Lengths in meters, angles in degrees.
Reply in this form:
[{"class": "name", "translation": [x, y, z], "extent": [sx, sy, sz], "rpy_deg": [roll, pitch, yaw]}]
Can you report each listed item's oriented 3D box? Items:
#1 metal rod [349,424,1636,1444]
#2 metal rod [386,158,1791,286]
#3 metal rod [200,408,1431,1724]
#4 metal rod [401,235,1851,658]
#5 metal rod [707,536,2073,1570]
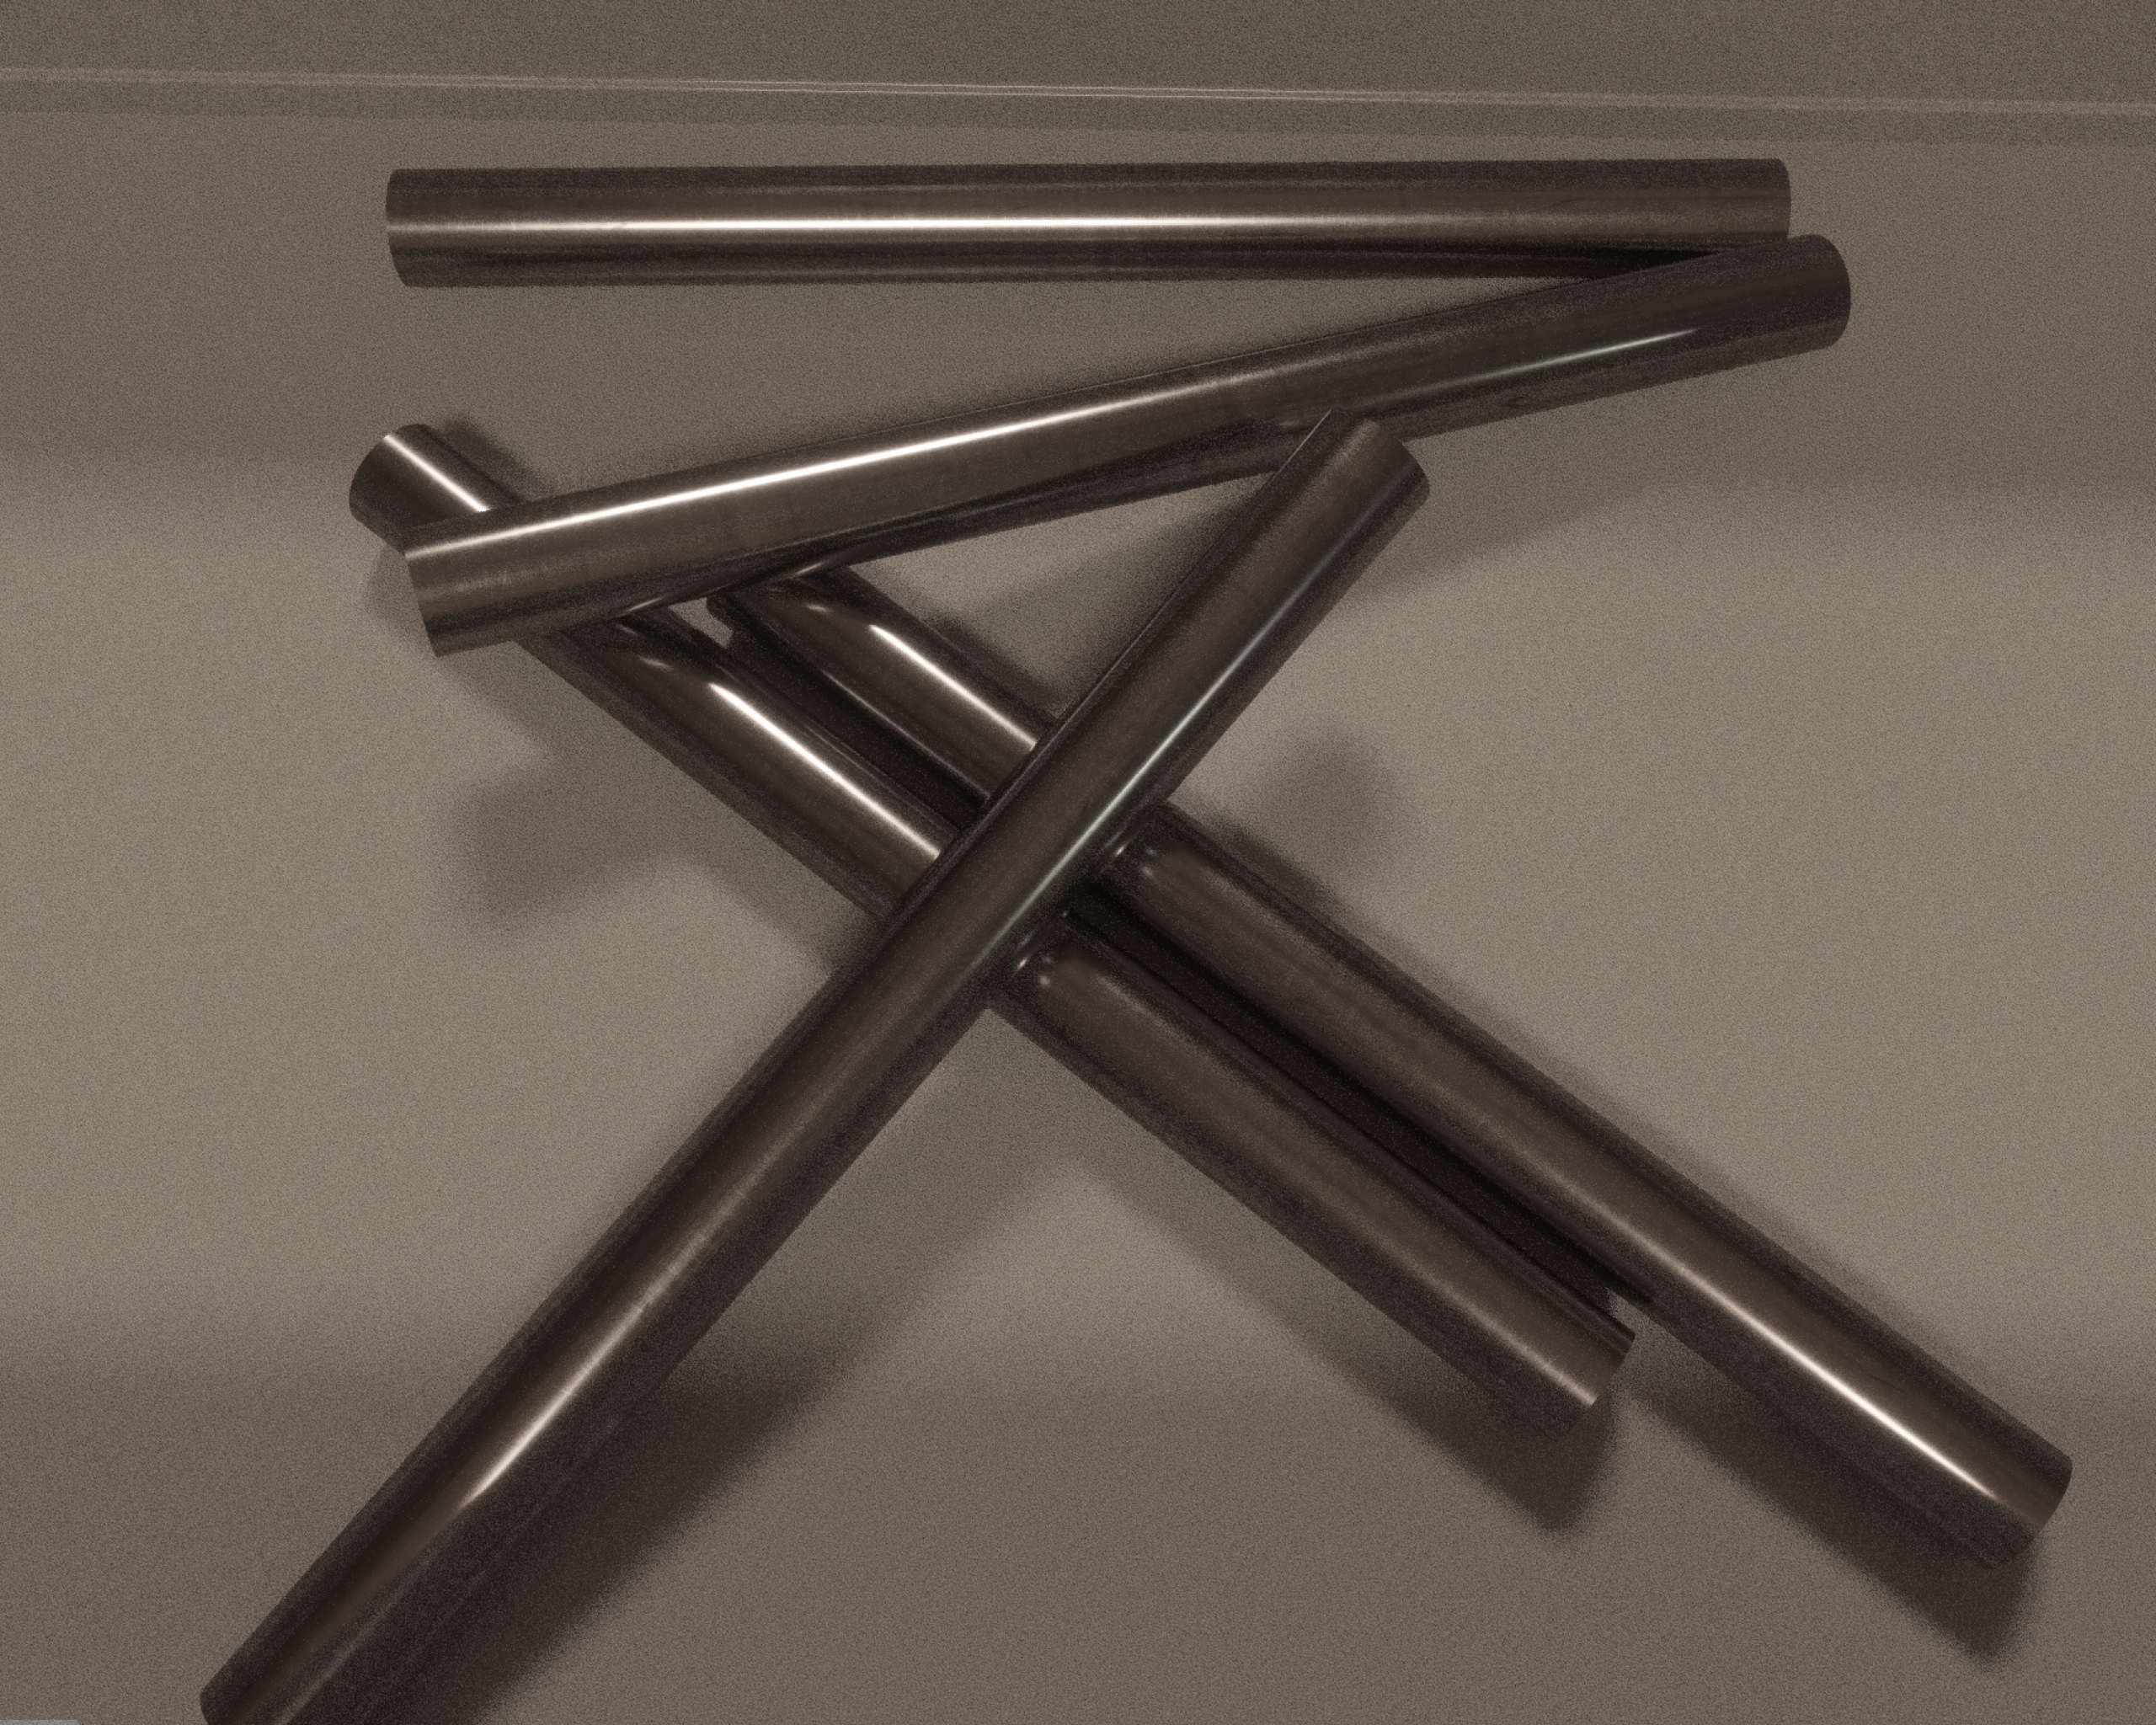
[{"class": "metal rod", "translation": [-0.025, 0.007, 0.406], "extent": [0.300, 0.025, 0.025], "rpy_deg": [37, 74, 12]}, {"class": "metal rod", "translation": [0.003, -0.141, 0.460], "extent": [0.302, 0.025, 0.025], "rpy_deg": [-1, 70, -1]}, {"class": "metal rod", "translation": [-0.041, 0.035, 0.374], "extent": [0.025, 0.025, 0.300], "rpy_deg": [39, 82, 12]}, {"class": "metal rod", "translation": [0.019, -0.088, 0.425], "extent": [0.302, 0.025, 0.025], "rpy_deg": [-15, 71, -12]}, {"class": "metal rod", "translation": [0.050, 0.027, 0.400], "extent": [0.300, 0.025, 0.025], "rpy_deg": [37, 74, 12]}]
